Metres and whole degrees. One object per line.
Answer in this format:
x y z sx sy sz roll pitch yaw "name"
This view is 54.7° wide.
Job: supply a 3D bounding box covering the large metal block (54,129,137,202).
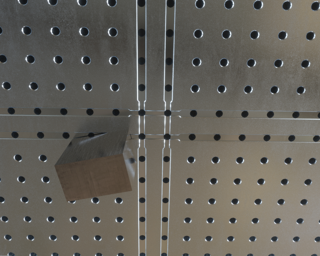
-0.077 0.045 0.400 0.080 0.080 0.050 -10 110 3 "large metal block"
